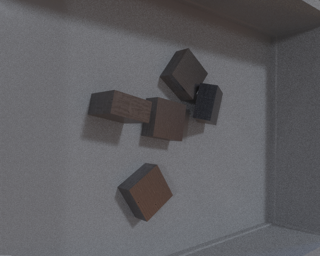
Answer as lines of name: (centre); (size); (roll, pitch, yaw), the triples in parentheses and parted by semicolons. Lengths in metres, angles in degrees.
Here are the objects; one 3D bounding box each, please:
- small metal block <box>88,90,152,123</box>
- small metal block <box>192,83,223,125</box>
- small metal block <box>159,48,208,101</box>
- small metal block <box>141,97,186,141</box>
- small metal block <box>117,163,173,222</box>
small metal block: (-0.046, -0.022, 0.352); (0.050, 0.050, 0.025); (15, 81, -39)
small metal block: (0.070, -0.033, 0.448); (0.050, 0.025, 0.050); (20, 83, -70)
small metal block: (0.034, -0.074, 0.435); (0.050, 0.025, 0.050); (45, 63, -31)
small metal block: (0.006, -0.011, 0.411); (0.050, 0.025, 0.050); (12, 83, -39)
small metal block: (-0.017, 0.080, 0.392); (0.050, 0.025, 0.050); (-39, 114, -33)
